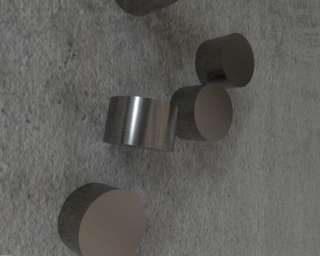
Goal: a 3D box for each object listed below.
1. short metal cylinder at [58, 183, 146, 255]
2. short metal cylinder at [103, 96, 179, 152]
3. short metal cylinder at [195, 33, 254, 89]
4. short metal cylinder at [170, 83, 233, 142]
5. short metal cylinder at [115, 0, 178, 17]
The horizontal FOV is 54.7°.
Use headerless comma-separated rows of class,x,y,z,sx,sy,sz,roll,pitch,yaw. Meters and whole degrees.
short metal cylinder,-0.062,0.103,0.338,0.081,0.050,0.079,0,90,-40
short metal cylinder,-0.021,-0.003,0.353,0.081,0.080,0.050,13,82,-40
short metal cylinder,0.100,-0.100,0.475,0.081,0.050,0.079,0,90,-40
short metal cylinder,0.058,-0.021,0.440,0.081,0.050,0.079,0,90,-40
short metal cylinder,-0.016,-0.183,0.376,0.081,0.050,0.079,0,90,-40
